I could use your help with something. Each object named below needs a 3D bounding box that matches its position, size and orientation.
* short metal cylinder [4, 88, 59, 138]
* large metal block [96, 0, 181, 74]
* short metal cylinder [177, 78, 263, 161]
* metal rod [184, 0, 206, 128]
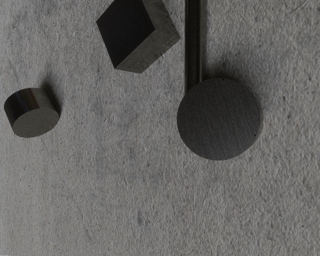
[{"bbox_3d":[-0.232,-0.027,0.561,0.080,0.081,0.050,-49,61,29],"label":"short metal cylinder"},{"bbox_3d":[-0.031,-0.131,0.414,0.080,0.050,0.080,-35,69,34],"label":"large metal block"},{"bbox_3d":[0.064,-0.009,0.321,0.080,0.050,0.080,0,90,21],"label":"short metal cylinder"},{"bbox_3d":[0.042,-0.148,0.369,0.025,0.025,0.298,1,90,40],"label":"metal rod"}]
